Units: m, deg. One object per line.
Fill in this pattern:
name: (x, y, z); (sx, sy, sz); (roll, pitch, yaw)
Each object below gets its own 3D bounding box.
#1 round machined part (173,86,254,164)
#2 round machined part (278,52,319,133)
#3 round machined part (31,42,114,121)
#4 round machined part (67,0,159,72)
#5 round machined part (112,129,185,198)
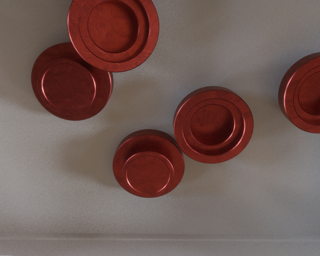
round machined part: (0.066, -0.007, 0.400); (0.099, 0.042, 0.097); (0, 110, 0)
round machined part: (0.197, -0.046, 0.387); (0.099, 0.042, 0.097); (0, 110, 0)
round machined part: (-0.109, -0.055, 0.381); (0.099, 0.042, 0.097); (0, 110, 0)
round machined part: (-0.054, -0.114, 0.349); (0.099, 0.042, 0.097); (-5, 106, -18)
round machined part: (-0.016, 0.054, 0.422); (0.099, 0.042, 0.097); (0, 110, 0)
